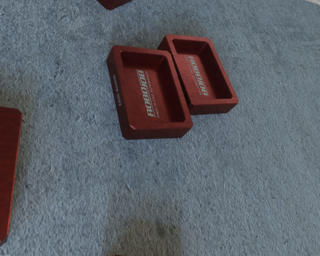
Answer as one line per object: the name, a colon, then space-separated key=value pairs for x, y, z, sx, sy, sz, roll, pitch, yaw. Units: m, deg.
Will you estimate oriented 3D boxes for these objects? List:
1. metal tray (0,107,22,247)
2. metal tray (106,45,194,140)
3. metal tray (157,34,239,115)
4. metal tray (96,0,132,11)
metal tray: x=-0.181 y=0.039 z=0.279 sx=0.091 sy=0.030 sz=0.130 roll=7 pitch=59 yaw=-25
metal tray: x=-0.016 y=-0.049 z=0.421 sx=0.091 sy=0.030 sz=0.130 roll=-1 pitch=62 yaw=-29
metal tray: x=0.058 y=-0.084 z=0.482 sx=0.091 sy=0.030 sz=0.130 roll=-5 pitch=64 yaw=-30
metal tray: x=-0.071 y=-0.256 z=0.518 sx=0.090 sy=0.030 sz=0.131 roll=44 pitch=51 yaw=2
